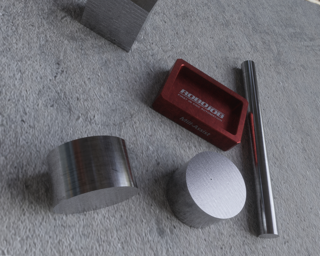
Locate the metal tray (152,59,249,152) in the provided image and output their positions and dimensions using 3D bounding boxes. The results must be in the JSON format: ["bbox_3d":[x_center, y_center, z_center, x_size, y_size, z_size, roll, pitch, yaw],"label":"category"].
[{"bbox_3d":[0.063,-0.035,0.455,0.130,0.030,0.090,30,52,-9],"label":"metal tray"}]

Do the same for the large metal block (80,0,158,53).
[{"bbox_3d":[-0.057,-0.169,0.441,0.080,0.080,0.050,30,52,-9],"label":"large metal block"}]

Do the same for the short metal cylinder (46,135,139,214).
[{"bbox_3d":[-0.066,0.047,0.304,0.081,0.080,0.050,-3,63,-30],"label":"short metal cylinder"}]

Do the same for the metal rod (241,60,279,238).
[{"bbox_3d":[0.148,0.012,0.475,0.025,0.025,0.300,17,55,-19],"label":"metal rod"}]

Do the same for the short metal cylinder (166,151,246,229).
[{"bbox_3d":[0.055,0.074,0.372,0.081,0.050,0.080,14,56,-21],"label":"short metal cylinder"}]
